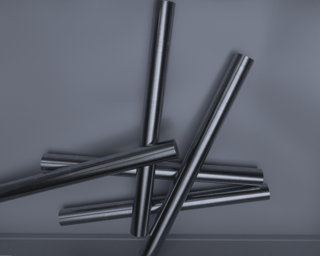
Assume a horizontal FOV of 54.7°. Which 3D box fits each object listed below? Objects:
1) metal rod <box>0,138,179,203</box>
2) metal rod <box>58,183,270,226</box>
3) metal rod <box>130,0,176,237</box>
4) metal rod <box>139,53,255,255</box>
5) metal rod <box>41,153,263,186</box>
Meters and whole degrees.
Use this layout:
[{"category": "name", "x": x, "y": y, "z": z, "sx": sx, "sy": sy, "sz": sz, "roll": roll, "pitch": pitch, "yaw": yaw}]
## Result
[{"category": "metal rod", "x": -0.123, "y": 0.064, "z": 0.405, "sx": 0.301, "sy": 0.025, "sz": 0.025, "roll": -15, "pitch": 110, "yaw": 11}, {"category": "metal rod", "x": 0.005, "y": 0.111, "z": 0.451, "sx": 0.302, "sy": 0.025, "sz": 0.025, "roll": -8, "pitch": 110, "yaw": 2}, {"category": "metal rod", "x": -0.012, "y": -0.001, "z": 0.391, "sx": 0.025, "sy": 0.025, "sz": 0.298, "roll": 6, "pitch": 104, "yaw": -3}, {"category": "metal rod", "x": 0.043, "y": 0.046, "z": 0.406, "sx": 0.025, "sy": 0.025, "sz": 0.298, "roll": 23, "pitch": 100, "yaw": -9}, {"category": "metal rod", "x": -0.009, "y": 0.058, "z": 0.431, "sx": 0.302, "sy": 0.025, "sz": 0.025, "roll": 4, "pitch": 110, "yaw": -2}]
